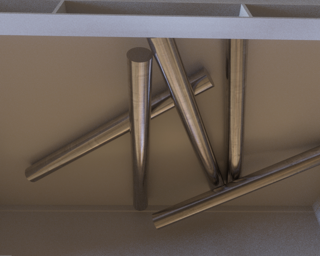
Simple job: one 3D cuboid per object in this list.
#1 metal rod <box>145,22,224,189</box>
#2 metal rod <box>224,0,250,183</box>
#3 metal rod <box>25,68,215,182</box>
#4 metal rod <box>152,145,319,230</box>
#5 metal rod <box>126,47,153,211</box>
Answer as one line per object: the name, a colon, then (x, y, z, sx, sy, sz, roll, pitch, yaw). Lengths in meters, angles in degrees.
metal rod: (0.045, 0.004, 0.388, 0.025, 0.025, 0.299, -15, 137, 12)
metal rod: (0.097, -0.012, 0.400, 0.025, 0.025, 0.298, -7, 130, 5)
metal rod: (-0.067, 0.005, 0.412, 0.300, 0.025, 0.025, -27, 125, 21)
metal rod: (0.130, 0.081, 0.448, 0.301, 0.025, 0.025, -24, 127, 7)
metal rod: (-0.026, 0.029, 0.406, 0.025, 0.025, 0.298, 2, 139, -2)
